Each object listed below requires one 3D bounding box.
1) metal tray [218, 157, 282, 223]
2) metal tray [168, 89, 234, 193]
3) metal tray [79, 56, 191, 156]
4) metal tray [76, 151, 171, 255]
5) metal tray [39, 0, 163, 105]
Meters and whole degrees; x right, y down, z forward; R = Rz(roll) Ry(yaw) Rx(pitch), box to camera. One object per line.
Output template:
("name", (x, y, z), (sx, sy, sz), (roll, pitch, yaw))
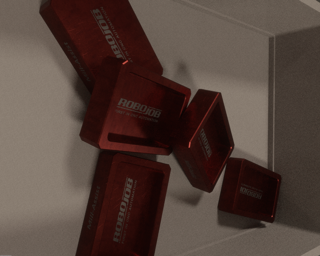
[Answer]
("metal tray", (0.161, 0.111, 0.541), (0.131, 0.030, 0.090), (24, 75, -38))
("metal tray", (0.064, 0.021, 0.430), (0.090, 0.030, 0.130), (-57, 144, -24))
("metal tray", (-0.021, -0.018, 0.353), (0.131, 0.030, 0.089), (13, 96, -54))
("metal tray", (-0.040, 0.099, 0.371), (0.091, 0.030, 0.129), (19, 78, -39))
("metal tray", (-0.060, -0.096, 0.354), (0.090, 0.030, 0.130), (-44, 117, -31))
